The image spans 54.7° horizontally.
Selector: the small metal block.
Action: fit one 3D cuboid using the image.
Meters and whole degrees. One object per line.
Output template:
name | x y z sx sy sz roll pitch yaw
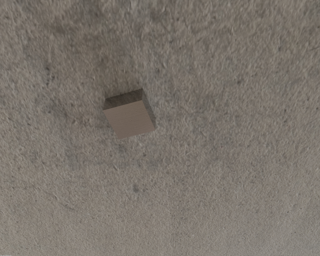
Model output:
small metal block | -0.037 -0.017 0.392 0.050 0.025 0.050 -14 129 11
